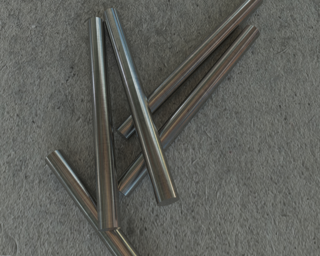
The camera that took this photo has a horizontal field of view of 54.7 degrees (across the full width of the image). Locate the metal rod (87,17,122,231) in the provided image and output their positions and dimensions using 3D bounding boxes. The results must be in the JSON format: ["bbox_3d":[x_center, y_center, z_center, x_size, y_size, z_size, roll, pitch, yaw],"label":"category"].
[{"bbox_3d":[-0.075,-0.023,0.402,0.025,0.025,0.299,-7,65,-3],"label":"metal rod"}]

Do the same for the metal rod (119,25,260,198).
[{"bbox_3d":[0.044,-0.033,0.420,0.025,0.025,0.300,37,74,12],"label":"metal rod"}]

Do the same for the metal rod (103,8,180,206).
[{"bbox_3d":[-0.033,-0.047,0.400,0.025,0.025,0.299,-15,62,-6],"label":"metal rod"}]

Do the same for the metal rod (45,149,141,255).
[{"bbox_3d":[-0.040,0.144,0.354,0.025,0.025,0.300,-38,74,-13],"label":"metal rod"}]

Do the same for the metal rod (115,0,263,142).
[{"bbox_3d":[0.050,-0.096,0.443,0.025,0.025,0.301,40,74,13],"label":"metal rod"}]
